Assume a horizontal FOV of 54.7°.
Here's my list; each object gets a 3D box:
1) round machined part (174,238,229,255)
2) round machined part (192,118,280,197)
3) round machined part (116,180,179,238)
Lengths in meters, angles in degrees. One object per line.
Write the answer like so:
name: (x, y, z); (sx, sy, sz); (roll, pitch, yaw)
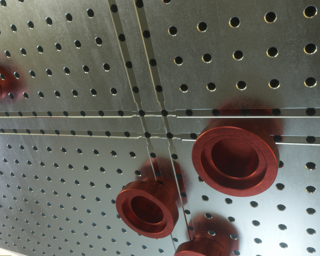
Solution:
round machined part: (0.072, 0.216, 0.495); (0.098, 0.042, 0.097); (13, 124, 20)
round machined part: (0.091, 0.031, 0.371); (0.098, 0.042, 0.097); (13, 124, 20)
round machined part: (-0.016, 0.121, 0.482); (0.098, 0.042, 0.097); (13, 124, 20)
